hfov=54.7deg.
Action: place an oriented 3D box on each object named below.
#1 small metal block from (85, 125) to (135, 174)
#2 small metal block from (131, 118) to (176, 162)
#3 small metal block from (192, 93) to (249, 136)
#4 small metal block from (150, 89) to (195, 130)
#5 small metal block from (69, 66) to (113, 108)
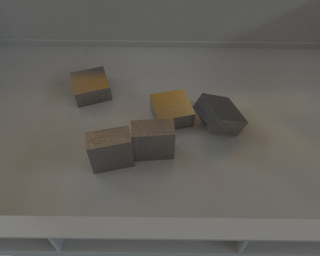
[{"bbox_3d":[-0.058,0.026,0.366,0.050,0.050,0.025,-10,51,-8],"label":"small metal block"},{"bbox_3d":[-0.008,0.015,0.376,0.050,0.050,0.025,-3,50,-3],"label":"small metal block"},{"bbox_3d":[0.079,-0.017,0.406,0.050,0.025,0.050,4,43,-37],"label":"small metal block"},{"bbox_3d":[0.016,-0.024,0.425,0.050,0.025,0.050,-11,51,-9],"label":"small metal block"},{"bbox_3d":[-0.102,-0.061,0.456,0.050,0.025,0.050,-14,52,-12],"label":"small metal block"}]
